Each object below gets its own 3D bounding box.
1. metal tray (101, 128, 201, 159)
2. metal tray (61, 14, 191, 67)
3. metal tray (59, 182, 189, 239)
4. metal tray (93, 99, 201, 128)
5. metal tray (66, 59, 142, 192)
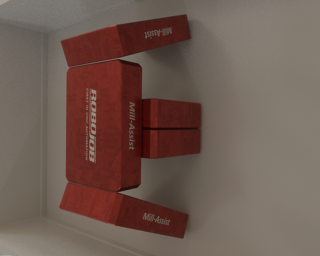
[{"bbox_3d":[-0.027,0.015,0.386,0.130,0.091,0.030,1,91,40],"label":"metal tray"},{"bbox_3d":[-0.036,-0.104,0.365,0.090,0.131,0.030,1,111,40],"label":"metal tray"},{"bbox_3d":[-0.038,0.099,0.366,0.090,0.130,0.030,1,69,39],"label":"metal tray"},{"bbox_3d":[-0.027,-0.016,0.385,0.130,0.091,0.030,1,91,40],"label":"metal tray"},{"bbox_3d":[-0.063,-0.003,0.336,0.090,0.030,0.129,1,91,39],"label":"metal tray"}]
